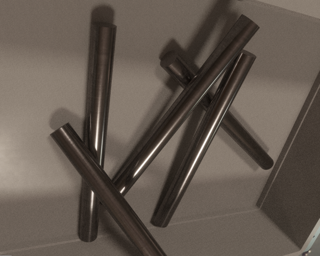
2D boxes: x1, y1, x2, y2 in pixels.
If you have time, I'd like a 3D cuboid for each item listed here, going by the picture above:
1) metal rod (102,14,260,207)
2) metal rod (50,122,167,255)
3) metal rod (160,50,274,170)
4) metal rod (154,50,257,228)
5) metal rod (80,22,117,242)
[{"bbox_3d":[0.013,-0.006,0.389,0.025,0.025,0.299,23,113,-37],"label":"metal rod"},{"bbox_3d":[-0.033,0.122,0.382,0.025,0.025,0.299,-35,102,-6],"label":"metal rod"},{"bbox_3d":[0.101,-0.009,0.460,0.025,0.025,0.301,-47,130,5],"label":"metal rod"},{"bbox_3d":[0.052,0.032,0.436,0.025,0.025,0.298,4,124,-31],"label":"metal rod"},{"bbox_3d":[-0.080,0.026,0.381,0.025,0.025,0.298,-5,121,-27],"label":"metal rod"}]
